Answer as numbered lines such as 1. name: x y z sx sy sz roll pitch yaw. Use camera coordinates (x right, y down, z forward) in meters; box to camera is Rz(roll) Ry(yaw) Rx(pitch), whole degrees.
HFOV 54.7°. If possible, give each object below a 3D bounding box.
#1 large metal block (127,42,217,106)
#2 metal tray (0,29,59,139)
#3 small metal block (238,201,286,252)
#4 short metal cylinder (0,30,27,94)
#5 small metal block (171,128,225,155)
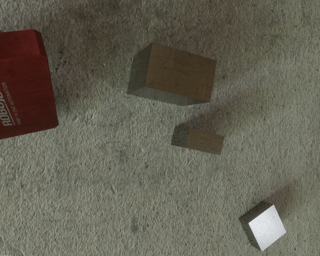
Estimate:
1. large metal block: 0.011 -0.062 0.384 0.081 0.080 0.050 11 87 -20
2. metal tray: -0.152 -0.033 0.298 0.091 0.129 0.030 -13 67 -20
3. small metal block: 0.154 0.147 0.466 0.050 0.025 0.050 -29 100 -18
4. short metal cylinder: -0.182 -0.062 0.306 0.081 0.080 0.050 19 64 -19
5. small metal block: 0.049 0.017 0.414 0.050 0.050 0.025 13 86 -20
